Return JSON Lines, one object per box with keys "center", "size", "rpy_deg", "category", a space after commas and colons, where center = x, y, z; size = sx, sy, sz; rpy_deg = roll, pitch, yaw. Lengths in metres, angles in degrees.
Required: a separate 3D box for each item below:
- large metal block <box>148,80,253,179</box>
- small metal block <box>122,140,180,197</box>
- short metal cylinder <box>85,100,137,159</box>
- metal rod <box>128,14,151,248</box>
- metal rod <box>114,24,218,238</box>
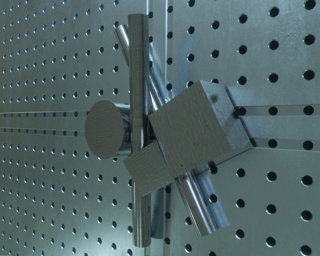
{"center": [0.044, 0.003, 0.352], "size": [0.080, 0.050, 0.080], "rpy_deg": [-34, 69, 35], "category": "large metal block"}
{"center": [-0.009, 0.047, 0.370], "size": [0.050, 0.025, 0.050], "rpy_deg": [-32, 85, 27], "category": "small metal block"}
{"center": [-0.061, 0.002, 0.439], "size": [0.080, 0.050, 0.079], "rpy_deg": [0, 90, 39], "category": "short metal cylinder"}
{"center": [-0.025, 0.011, 0.400], "size": [0.025, 0.025, 0.298], "rpy_deg": [8, 103, 39], "category": "metal rod"}
{"center": [0.001, -0.009, 0.403], "size": [0.025, 0.025, 0.299], "rpy_deg": [-35, 69, 34], "category": "metal rod"}
